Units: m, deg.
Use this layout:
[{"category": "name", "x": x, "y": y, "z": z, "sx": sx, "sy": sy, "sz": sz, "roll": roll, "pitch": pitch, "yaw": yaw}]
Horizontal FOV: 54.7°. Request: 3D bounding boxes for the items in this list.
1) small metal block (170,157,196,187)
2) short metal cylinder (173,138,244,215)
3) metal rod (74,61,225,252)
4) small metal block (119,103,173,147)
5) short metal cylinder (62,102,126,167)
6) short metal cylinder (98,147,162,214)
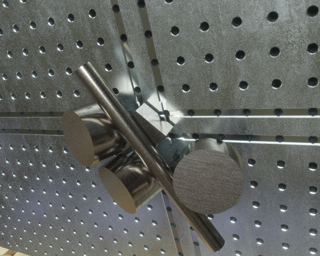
[{"category": "small metal block", "x": 0.032, "y": 0.070, "z": 0.433, "sx": 0.050, "sy": 0.025, "sz": 0.050, "roll": 42, "pitch": 129, "yaw": -1}, {"category": "short metal cylinder", "x": 0.059, "y": 0.057, "z": 0.378, "sx": 0.080, "sy": 0.050, "sz": 0.079, "roll": 2, "pitch": 103, "yaw": 9}, {"category": "metal rod", "x": -0.008, "y": 0.044, "z": 0.405, "sx": 0.025, "sy": 0.025, "sz": 0.299, "roll": -28, "pitch": 103, "yaw": 37}, {"category": "small metal block", "x": -0.019, "y": 0.003, "z": 0.418, "sx": 0.050, "sy": 0.025, "sz": 0.050, "roll": 40, "pitch": 129, "yaw": 1}, {"category": "short metal cylinder", "x": -0.091, "y": 0.006, "z": 0.424, "sx": 0.080, "sy": 0.050, "sz": 0.079, "roll": 26, "pitch": 127, "yaw": 40}, {"category": "short metal cylinder", "x": -0.042, "y": 0.074, "z": 0.441, "sx": 0.080, "sy": 0.050, "sz": 0.079, "roll": 35, "pitch": 144, "yaw": 30}]
